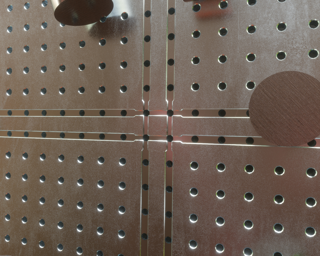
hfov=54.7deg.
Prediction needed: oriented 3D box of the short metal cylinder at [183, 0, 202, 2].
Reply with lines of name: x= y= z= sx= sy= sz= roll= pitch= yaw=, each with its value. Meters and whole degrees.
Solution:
short metal cylinder: x=0.051 y=-0.194 z=0.365 sx=0.050 sy=0.080 sz=0.079 roll=0 pitch=90 yaw=20

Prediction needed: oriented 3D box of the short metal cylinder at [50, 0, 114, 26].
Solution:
short metal cylinder: x=-0.109 y=-0.182 z=0.422 sx=0.080 sy=0.080 sz=0.050 roll=-19 pitch=84 yaw=19

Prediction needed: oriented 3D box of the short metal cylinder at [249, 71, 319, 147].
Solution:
short metal cylinder: x=0.143 y=-0.020 z=0.349 sx=0.080 sy=0.050 sz=0.079 roll=0 pitch=90 yaw=20
